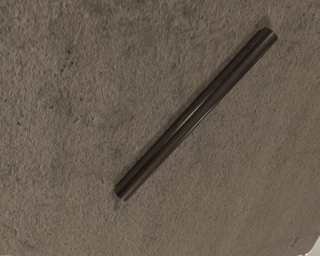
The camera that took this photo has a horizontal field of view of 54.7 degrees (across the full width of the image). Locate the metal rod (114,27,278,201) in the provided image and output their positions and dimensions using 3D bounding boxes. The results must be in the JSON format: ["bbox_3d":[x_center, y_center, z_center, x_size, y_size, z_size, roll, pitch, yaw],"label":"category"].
[{"bbox_3d":[0.046,-0.015,0.423,0.300,0.025,0.025,-47,130,5],"label":"metal rod"}]
